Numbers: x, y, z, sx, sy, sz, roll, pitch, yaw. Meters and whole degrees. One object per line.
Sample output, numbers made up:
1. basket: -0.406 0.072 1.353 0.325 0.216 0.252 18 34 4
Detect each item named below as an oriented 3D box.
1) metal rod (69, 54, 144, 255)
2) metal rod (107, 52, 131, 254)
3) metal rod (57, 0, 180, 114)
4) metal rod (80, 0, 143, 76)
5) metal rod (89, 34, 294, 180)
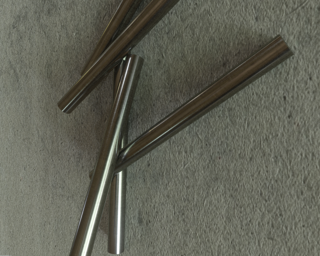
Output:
1. metal rod: -0.069 0.046 0.395 0.025 0.025 0.299 3 74 40
2. metal rod: -0.060 0.033 0.454 0.025 0.025 0.298 3 92 40
3. metal rod: -0.040 -0.119 0.412 0.299 0.025 0.025 -40 66 24
4. metal rod: -0.034 -0.187 0.433 0.298 0.025 0.025 -51 60 27
5. metal rod: 0.016 -0.005 0.373 0.299 0.025 0.025 -35 68 28
